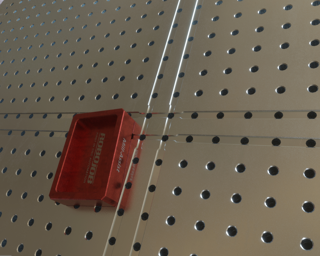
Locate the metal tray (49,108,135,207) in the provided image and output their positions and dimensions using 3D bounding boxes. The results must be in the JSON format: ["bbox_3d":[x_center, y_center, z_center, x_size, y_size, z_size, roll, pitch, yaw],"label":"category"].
[{"bbox_3d":[-0.091,0.039,0.426,0.090,0.030,0.130,-5,59,25],"label":"metal tray"}]
